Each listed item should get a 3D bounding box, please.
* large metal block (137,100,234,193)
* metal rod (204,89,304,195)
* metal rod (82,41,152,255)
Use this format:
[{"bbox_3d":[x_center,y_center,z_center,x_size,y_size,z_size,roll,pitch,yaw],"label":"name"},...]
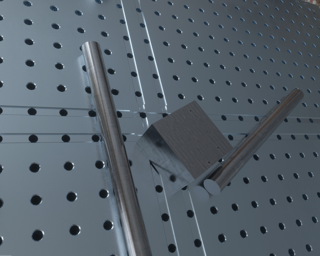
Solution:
[{"bbox_3d":[0.032,0.022,0.396,0.081,0.050,0.080,-30,79,-38],"label":"large metal block"},{"bbox_3d":[0.162,0.007,0.490,0.025,0.025,0.302,49,51,6],"label":"metal rod"},{"bbox_3d":[-0.054,0.021,0.365,0.025,0.025,0.299,-3,63,-30],"label":"metal rod"}]
